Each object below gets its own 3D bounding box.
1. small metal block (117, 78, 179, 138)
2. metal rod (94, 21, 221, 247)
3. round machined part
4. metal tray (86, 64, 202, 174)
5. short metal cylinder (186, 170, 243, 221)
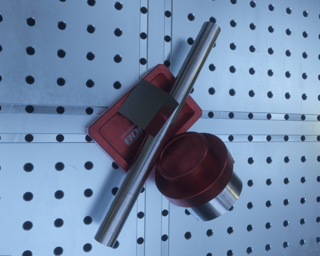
[{"bbox_3d":[-0.014,-0.025,0.372,0.050,0.050,0.025,-54,145,-3],"label":"small metal block"},{"bbox_3d":[0.002,0.000,0.382,0.025,0.025,0.299,30,80,-18],"label":"metal rod"},{"bbox_3d":[0.035,0.043,0.377,0.098,0.098,0.042,-48,127,-14],"label":"round machined part"},{"bbox_3d":[-0.018,-0.009,0.403,0.130,0.030,0.090,-45,104,-15],"label":"metal tray"},{"bbox_3d":[0.059,0.074,0.405,0.080,0.080,0.050,-45,105,-15],"label":"short metal cylinder"}]
